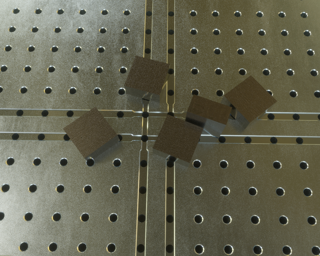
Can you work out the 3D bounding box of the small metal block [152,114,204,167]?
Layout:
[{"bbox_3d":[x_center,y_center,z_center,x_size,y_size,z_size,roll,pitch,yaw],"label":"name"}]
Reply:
[{"bbox_3d":[0.024,0.017,0.406,0.050,0.025,0.050,22,71,7],"label":"small metal block"}]

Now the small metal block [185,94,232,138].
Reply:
[{"bbox_3d":[0.061,-0.014,0.404,0.050,0.050,0.025,20,72,7],"label":"small metal block"}]

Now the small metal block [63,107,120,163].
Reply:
[{"bbox_3d":[-0.089,0.009,0.408,0.050,0.025,0.050,-36,74,-12],"label":"small metal block"}]

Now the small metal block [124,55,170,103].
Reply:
[{"bbox_3d":[-0.017,-0.069,0.437,0.050,0.025,0.050,16,71,5],"label":"small metal block"}]

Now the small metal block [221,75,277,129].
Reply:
[{"bbox_3d":[0.121,-0.035,0.425,0.050,0.025,0.050,-37,74,-12],"label":"small metal block"}]
